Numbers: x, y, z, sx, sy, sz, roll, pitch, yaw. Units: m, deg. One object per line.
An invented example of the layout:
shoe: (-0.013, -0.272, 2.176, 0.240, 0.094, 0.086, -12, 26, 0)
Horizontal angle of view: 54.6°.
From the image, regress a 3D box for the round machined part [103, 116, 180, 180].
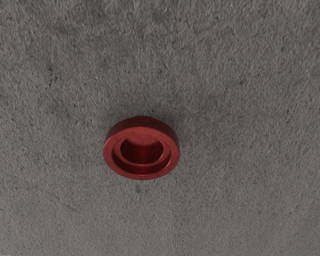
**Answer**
round machined part: (-0.024, 0.023, 0.415, 0.099, 0.042, 0.097, 0, 130, 0)
